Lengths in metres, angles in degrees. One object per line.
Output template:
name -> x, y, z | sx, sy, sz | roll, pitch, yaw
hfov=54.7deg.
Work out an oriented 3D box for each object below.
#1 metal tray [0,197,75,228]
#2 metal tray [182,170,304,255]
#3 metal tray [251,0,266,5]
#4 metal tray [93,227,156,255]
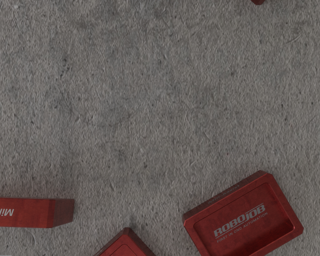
metal tray -> -0.180, 0.099, 0.373 | 0.131, 0.090, 0.030 | 2, 77, 0
metal tray -> 0.107, 0.126, 0.408 | 0.130, 0.030, 0.090 | -30, 90, 0
metal tray -> 0.145, -0.242, 0.408 | 0.090, 0.030, 0.130 | 42, 90, 0
metal tray -> -0.062, 0.208, 0.406 | 0.130, 0.030, 0.090 | -42, 90, 0
